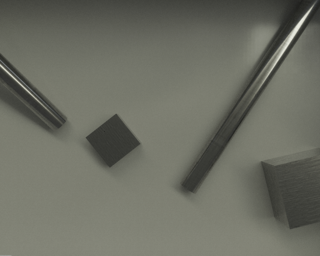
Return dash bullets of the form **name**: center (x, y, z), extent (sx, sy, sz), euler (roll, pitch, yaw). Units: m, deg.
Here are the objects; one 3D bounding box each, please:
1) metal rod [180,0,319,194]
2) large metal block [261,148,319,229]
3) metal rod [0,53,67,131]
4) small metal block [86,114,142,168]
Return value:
- **metal rod**: center (0.120, -0.044, 0.412), extent (0.025, 0.025, 0.299), euler (34, 90, -1)
- **large metal block**: center (0.188, 0.075, 0.402), extent (0.080, 0.050, 0.080), euler (-13, 90, -1)
- **metal rod**: center (-0.219, -0.106, 0.342), extent (0.025, 0.025, 0.300), euler (-41, 118, 0)
- **small metal block**: center (-0.060, 0.016, 0.411), extent (0.050, 0.025, 0.050), euler (-38, 91, 0)
